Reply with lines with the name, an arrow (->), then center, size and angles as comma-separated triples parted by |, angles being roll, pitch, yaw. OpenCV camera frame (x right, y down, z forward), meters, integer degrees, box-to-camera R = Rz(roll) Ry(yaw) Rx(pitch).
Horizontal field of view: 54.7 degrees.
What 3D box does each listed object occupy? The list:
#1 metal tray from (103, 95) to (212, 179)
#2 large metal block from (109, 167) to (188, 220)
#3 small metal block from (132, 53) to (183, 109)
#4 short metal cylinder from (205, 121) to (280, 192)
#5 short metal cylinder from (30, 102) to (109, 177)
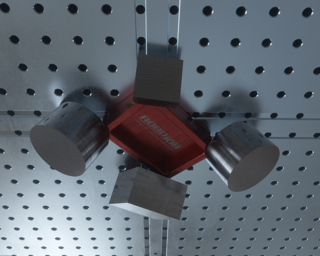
metal tray -> -0.001, 0.010, 0.415 | 0.090, 0.030, 0.130 | -34, 123, 25
large metal block -> -0.019, 0.099, 0.456 | 0.080, 0.050, 0.080 | 24, 157, -20
small metal block -> -0.003, -0.052, 0.347 | 0.050, 0.050, 0.025 | 7, 168, -6
short metal cylinder -> 0.108, 0.038, 0.408 | 0.081, 0.050, 0.079 | -18, 134, -20
short metal cylinder -> -0.112, 0.014, 0.386 | 0.080, 0.050, 0.079 | 17, 134, 19
